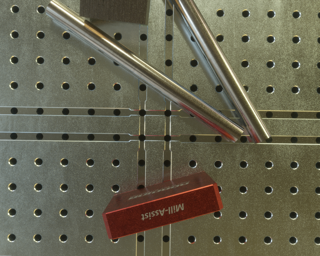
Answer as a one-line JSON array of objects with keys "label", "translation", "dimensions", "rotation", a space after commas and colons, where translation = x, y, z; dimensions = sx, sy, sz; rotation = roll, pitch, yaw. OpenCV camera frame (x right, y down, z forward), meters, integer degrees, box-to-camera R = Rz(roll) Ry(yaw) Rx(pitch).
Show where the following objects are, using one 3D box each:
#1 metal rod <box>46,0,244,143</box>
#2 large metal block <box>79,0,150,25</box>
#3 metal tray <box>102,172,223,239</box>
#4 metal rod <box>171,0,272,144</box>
[{"label": "metal rod", "translation": [-0.019, -0.075, 0.413], "dimensions": [0.301, 0.025, 0.025], "rotation": [34, 90, -1]}, {"label": "large metal block", "translation": [-0.053, -0.176, 0.390], "dimensions": [0.081, 0.050, 0.079], "rotation": [7, 106, -1]}, {"label": "metal tray", "translation": [0.003, 0.091, 0.381], "dimensions": [0.131, 0.090, 0.030], "rotation": [-15, 90, -1]}, {"label": "metal rod", "translation": [0.063, -0.114, 0.414], "dimensions": [0.025, 0.025, 0.299], "rotation": [-30, 90, 0]}]
